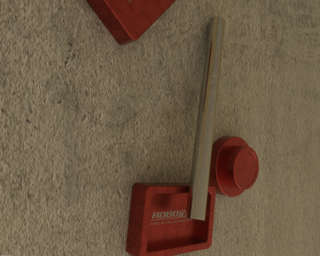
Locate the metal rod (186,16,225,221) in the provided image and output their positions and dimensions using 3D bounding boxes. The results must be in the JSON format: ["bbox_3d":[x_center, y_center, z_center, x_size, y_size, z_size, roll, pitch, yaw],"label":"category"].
[{"bbox_3d":[0.067,-0.024,0.440,0.025,0.025,0.299,22,69,-38],"label":"metal rod"}]

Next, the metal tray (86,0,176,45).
[{"bbox_3d":[-0.028,-0.177,0.379,0.090,0.030,0.130,52,59,-28],"label":"metal tray"}]

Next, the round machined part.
[{"bbox_3d":[0.123,0.063,0.500,0.099,0.042,0.097,0,90,-40],"label":"round machined part"}]

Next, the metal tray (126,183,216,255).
[{"bbox_3d":[0.020,0.121,0.420,0.131,0.030,0.089,9,84,-40],"label":"metal tray"}]
